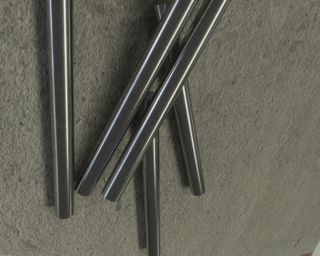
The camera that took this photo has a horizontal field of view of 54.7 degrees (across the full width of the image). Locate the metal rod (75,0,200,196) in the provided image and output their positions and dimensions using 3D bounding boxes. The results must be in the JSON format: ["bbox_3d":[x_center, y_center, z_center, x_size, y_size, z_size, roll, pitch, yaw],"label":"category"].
[{"bbox_3d":[-0.028,-0.039,0.346,0.025,0.025,0.298,15,117,-35],"label":"metal rod"}]

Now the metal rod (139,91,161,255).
[{"bbox_3d":[-0.013,0.087,0.453,0.025,0.025,0.298,-14,125,-21],"label":"metal rod"}]

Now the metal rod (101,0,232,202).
[{"bbox_3d":[0.008,-0.040,0.352,0.025,0.025,0.298,18,109,-35],"label":"metal rod"}]

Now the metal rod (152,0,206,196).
[{"bbox_3d":[0.033,-0.016,0.414,0.025,0.025,0.298,-24,127,-14],"label":"metal rod"}]

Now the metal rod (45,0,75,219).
[{"bbox_3d":[-0.106,-0.020,0.336,0.025,0.025,0.298,-6,121,-25],"label":"metal rod"}]
